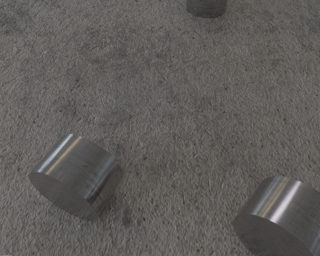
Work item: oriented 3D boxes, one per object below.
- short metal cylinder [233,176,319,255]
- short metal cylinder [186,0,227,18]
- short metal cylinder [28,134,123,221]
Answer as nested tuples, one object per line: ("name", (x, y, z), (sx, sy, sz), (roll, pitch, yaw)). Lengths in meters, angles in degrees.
("short metal cylinder", (0.117, 0.092, 0.291), (0.080, 0.080, 0.050), (33, 57, 24))
("short metal cylinder", (0.093, -0.259, 0.605), (0.080, 0.050, 0.080), (0, 50, 0))
("short metal cylinder", (-0.086, 0.052, 0.323), (0.080, 0.080, 0.050), (20, 53, 16))
